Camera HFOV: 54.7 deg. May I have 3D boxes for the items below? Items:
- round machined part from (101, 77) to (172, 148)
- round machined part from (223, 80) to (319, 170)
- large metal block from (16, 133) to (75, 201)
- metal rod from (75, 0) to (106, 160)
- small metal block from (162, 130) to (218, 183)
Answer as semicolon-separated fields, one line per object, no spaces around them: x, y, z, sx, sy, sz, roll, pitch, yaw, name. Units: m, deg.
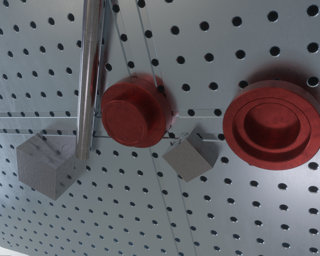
-0.038;-0.014;0.411;0.098;0.042;0.097;13;124;21;round machined part
0.121;-0.006;0.333;0.098;0.042;0.097;13;124;21;round machined part
-0.198;0.068;0.541;0.080;0.050;0.079;25;127;13;large metal block
-0.095;-0.073;0.415;0.025;0.025;0.298;24;127;13;metal rod
0.040;0.039;0.414;0.050;0.025;0.050;47;129;-5;small metal block
